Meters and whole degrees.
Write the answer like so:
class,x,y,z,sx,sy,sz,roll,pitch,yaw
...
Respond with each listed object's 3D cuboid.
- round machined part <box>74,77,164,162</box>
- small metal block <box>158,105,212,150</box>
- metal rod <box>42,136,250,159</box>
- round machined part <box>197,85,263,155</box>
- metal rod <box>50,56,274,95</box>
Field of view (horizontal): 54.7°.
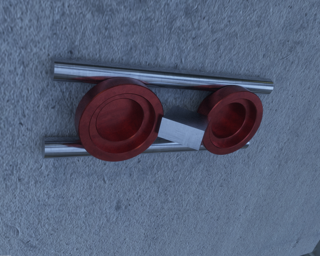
class,x,y,z,sx,sy,sz,roll,pitch,yaw
round machined part,-0.049,-0.013,0.357,0.099,0.042,0.097,-14,124,-21
small metal block,0.031,-0.002,0.374,0.050,0.050,0.025,19,115,11
metal rod,0.001,0.022,0.422,0.303,0.025,0.025,0,119,-29
round machined part,0.090,-0.014,0.431,0.099,0.042,0.097,-14,124,-21
metal rod,0.024,-0.060,0.384,0.303,0.025,0.025,0,119,-29
